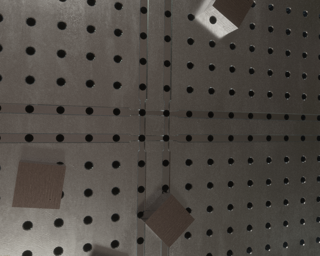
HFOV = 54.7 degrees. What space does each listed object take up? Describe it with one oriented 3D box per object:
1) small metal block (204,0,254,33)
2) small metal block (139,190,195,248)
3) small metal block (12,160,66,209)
[{"bbox_3d":[0.100,-0.177,0.451,0.050,0.025,0.050,34,79,-17],"label":"small metal block"},{"bbox_3d":[0.010,0.122,0.418,0.050,0.025,0.050,-44,104,-15],"label":"small metal block"},{"bbox_3d":[-0.140,0.066,0.361,0.050,0.025,0.050,9,87,-20],"label":"small metal block"}]
